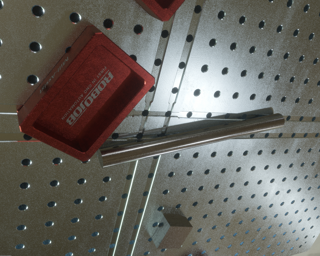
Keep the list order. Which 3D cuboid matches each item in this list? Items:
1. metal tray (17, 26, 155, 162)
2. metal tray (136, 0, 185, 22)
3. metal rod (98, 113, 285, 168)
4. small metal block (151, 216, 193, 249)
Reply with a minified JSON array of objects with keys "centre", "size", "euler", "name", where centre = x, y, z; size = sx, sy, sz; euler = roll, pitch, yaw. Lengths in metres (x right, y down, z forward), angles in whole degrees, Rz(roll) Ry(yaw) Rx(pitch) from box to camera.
[{"centre":[-0.080,-0.033,0.344],"size":[0.130,0.030,0.090],"euler":[-49,129,6],"name":"metal tray"},{"centre":[0.013,-0.184,0.301],"size":[0.130,0.030,0.090],"euler":[-50,129,7],"name":"metal tray"},{"centre":[0.061,0.013,0.454],"size":[0.303,0.025,0.025],"euler":[-11,123,-23],"name":"metal rod"},{"centre":[0.021,0.181,0.537],"size":[0.050,0.025,0.050],"euler":[15,110,-35],"name":"small metal block"}]
